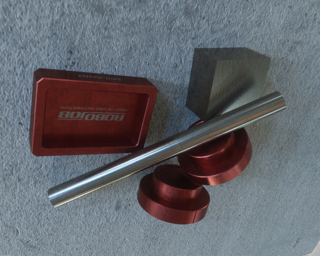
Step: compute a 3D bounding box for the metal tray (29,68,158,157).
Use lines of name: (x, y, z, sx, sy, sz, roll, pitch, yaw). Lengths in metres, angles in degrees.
metal tray: (-0.075, -0.015, 0.353, 0.131, 0.030, 0.089, 0, 118, -29)

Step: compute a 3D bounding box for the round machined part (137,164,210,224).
round machined part: (0.021, 0.084, 0.423, 0.099, 0.098, 0.042, 2, 112, -29)

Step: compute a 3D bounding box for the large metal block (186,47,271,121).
large metal block: (0.086, -0.058, 0.402, 0.081, 0.050, 0.079, -8, 122, -25)

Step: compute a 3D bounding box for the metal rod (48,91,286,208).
metal rod: (0.008, 0.026, 0.378, 0.301, 0.025, 0.025, -23, 128, 0)

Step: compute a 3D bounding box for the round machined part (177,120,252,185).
round machined part: (0.068, 0.023, 0.412, 0.098, 0.098, 0.042, -37, 129, -4)
